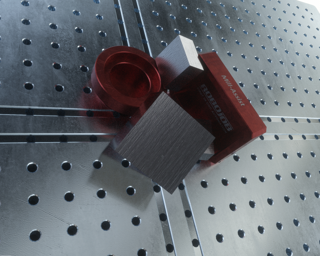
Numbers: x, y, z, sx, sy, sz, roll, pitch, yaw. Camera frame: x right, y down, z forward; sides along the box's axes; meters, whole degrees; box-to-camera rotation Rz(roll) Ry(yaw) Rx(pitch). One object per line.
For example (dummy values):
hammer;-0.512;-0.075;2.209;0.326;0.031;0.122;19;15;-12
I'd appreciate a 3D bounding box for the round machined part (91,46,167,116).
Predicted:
round machined part;-0.043;-0.058;0.410;0.099;0.042;0.098;14;56;-21

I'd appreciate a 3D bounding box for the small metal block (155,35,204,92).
small metal block;0.024;-0.083;0.405;0.025;0.050;0.050;9;55;-41

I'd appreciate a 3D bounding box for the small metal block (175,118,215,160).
small metal block;0.043;0.014;0.418;0.050;0.025;0.050;6;63;-13

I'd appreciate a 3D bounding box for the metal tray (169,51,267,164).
metal tray;0.073;-0.027;0.424;0.030;0.090;0.130;-19;72;-36

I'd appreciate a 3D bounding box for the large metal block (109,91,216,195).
large metal block;0.001;0.015;0.356;0.080;0.050;0.080;41;82;-15
